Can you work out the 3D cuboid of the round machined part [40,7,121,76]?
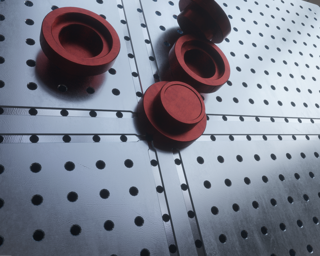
[{"bbox_3d":[-0.105,-0.107,0.406,0.099,0.042,0.098,13,56,-21],"label":"round machined part"}]

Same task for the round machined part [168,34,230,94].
[{"bbox_3d":[0.057,-0.094,0.484,0.099,0.042,0.098,13,57,-21],"label":"round machined part"}]

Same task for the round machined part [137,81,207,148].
[{"bbox_3d":[0.022,-0.025,0.424,0.099,0.042,0.098,13,56,-21],"label":"round machined part"}]

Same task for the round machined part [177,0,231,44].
[{"bbox_3d":[0.067,-0.176,0.516,0.098,0.098,0.042,42,87,1],"label":"round machined part"}]
